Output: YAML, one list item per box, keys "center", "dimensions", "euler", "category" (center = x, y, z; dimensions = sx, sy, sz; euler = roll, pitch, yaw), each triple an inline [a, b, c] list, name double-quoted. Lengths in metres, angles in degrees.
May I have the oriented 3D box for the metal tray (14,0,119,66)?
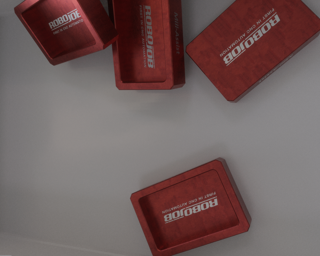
- center: [-0.124, -0.136, 0.401]
  dimensions: [0.130, 0.030, 0.090]
  euler: [-2, 127, 43]
  category: "metal tray"

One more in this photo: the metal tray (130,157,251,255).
- center: [0.037, 0.102, 0.394]
  dimensions: [0.130, 0.030, 0.090]
  euler: [-25, 82, 18]
  category: "metal tray"

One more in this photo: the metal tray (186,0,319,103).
- center: [0.108, -0.104, 0.370]
  dimensions: [0.130, 0.030, 0.090]
  euler: [-41, 77, 15]
  category: "metal tray"

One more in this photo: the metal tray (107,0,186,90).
- center: [-0.018, -0.114, 0.388]
  dimensions: [0.090, 0.030, 0.129]
  euler: [4, 104, 33]
  category: "metal tray"
